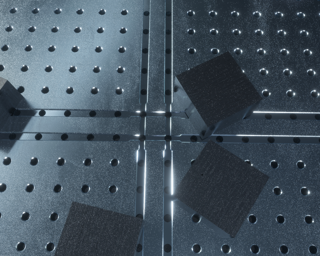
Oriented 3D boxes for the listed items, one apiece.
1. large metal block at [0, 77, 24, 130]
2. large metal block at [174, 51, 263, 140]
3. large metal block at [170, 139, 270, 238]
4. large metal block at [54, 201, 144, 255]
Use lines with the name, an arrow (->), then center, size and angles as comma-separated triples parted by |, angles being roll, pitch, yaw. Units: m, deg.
large metal block -> -0.247, -0.035, 0.408 | 0.080, 0.050, 0.080 | 24, 72, 8
large metal block -> 0.074, -0.043, 0.415 | 0.080, 0.050, 0.080 | -27, 73, -10
large metal block -> 0.069, 0.074, 0.372 | 0.080, 0.050, 0.080 | 33, 73, 11
large metal block -> -0.067, 0.134, 0.349 | 0.080, 0.050, 0.080 | 13, 70, 4
